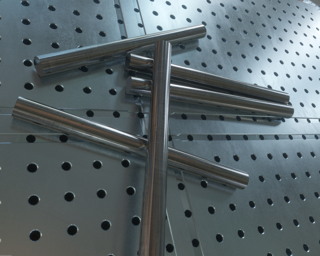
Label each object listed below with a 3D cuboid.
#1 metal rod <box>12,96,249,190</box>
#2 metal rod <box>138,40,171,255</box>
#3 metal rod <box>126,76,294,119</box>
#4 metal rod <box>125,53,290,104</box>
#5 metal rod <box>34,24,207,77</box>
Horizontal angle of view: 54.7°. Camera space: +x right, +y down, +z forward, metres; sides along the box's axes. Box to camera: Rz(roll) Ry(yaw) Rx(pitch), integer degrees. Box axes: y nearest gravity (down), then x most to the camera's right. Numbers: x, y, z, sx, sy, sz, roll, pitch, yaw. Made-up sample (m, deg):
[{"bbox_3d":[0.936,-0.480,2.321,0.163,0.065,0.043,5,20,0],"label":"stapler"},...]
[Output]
[{"bbox_3d":[-0.021,0.025,0.382,0.302,0.025,0.025,20,54,-17],"label":"metal rod"},{"bbox_3d":[-0.002,0.008,0.369,0.025,0.025,0.300,16,55,-20],"label":"metal rod"},{"bbox_3d":[0.093,-0.044,0.487,0.302,0.025,0.025,6,59,-25],"label":"metal rod"},{"bbox_3d":[0.090,-0.074,0.503,0.302,0.025,0.025,9,58,-24],"label":"metal rod"},{"bbox_3d":[-0.037,-0.124,0.465,0.302,0.025,0.025,-24,75,-37],"label":"metal rod"}]
